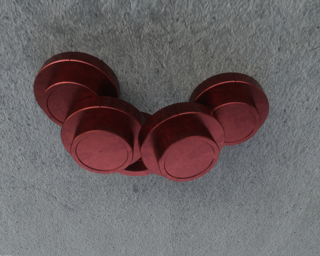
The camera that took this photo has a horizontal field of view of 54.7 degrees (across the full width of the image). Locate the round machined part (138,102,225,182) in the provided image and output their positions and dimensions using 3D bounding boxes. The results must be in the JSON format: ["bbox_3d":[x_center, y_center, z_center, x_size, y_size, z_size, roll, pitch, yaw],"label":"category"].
[{"bbox_3d":[0.027,0.022,0.348,0.099,0.042,0.097,-9,130,-10],"label":"round machined part"}]

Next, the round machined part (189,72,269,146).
[{"bbox_3d":[0.086,-0.016,0.384,0.099,0.042,0.097,-1,130,0],"label":"round machined part"}]

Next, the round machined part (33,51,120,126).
[{"bbox_3d":[-0.098,-0.036,0.364,0.099,0.042,0.097,-1,130,0],"label":"round machined part"}]

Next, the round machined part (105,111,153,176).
[{"bbox_3d":[-0.032,0.016,0.411,0.099,0.042,0.097,-1,130,0],"label":"round machined part"}]

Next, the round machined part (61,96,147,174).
[{"bbox_3d":[-0.063,0.015,0.354,0.099,0.042,0.097,-1,130,0],"label":"round machined part"}]
